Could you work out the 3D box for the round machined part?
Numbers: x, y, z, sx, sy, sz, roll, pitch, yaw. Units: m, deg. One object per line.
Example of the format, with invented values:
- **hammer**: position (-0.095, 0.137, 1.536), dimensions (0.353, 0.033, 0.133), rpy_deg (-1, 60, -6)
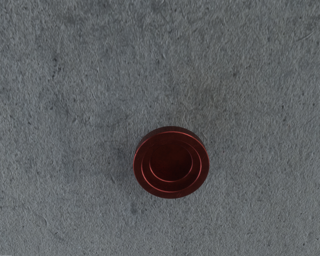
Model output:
- **round machined part**: position (0.014, 0.042, 0.418), dimensions (0.099, 0.042, 0.097), rpy_deg (0, 110, -1)
